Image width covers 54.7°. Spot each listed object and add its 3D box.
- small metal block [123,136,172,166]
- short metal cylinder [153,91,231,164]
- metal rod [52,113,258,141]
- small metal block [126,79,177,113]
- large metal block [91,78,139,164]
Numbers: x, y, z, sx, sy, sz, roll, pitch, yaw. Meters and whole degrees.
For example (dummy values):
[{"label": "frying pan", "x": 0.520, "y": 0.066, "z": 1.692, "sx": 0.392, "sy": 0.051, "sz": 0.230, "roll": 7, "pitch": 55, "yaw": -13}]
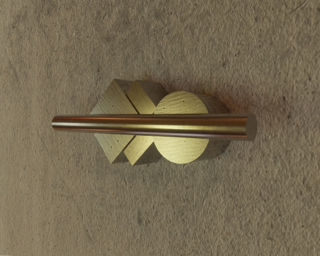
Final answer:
[{"label": "small metal block", "x": -0.011, "y": 0.021, "z": 0.401, "sx": 0.050, "sy": 0.050, "sz": 0.025, "roll": -50, "pitch": 61, "yaw": 28}, {"label": "short metal cylinder", "x": 0.037, "y": -0.001, "z": 0.359, "sx": 0.080, "sy": 0.050, "sz": 0.080, "roll": 0, "pitch": 90, "yaw": 40}, {"label": "metal rod", "x": -0.035, "y": -0.004, "z": 0.367, "sx": 0.300, "sy": 0.025, "sz": 0.025, "roll": 2, "pitch": 91, "yaw": 40}, {"label": "small metal block", "x": -0.008, "y": -0.033, "z": 0.397, "sx": 0.025, "sy": 0.050, "sz": 0.050, "roll": -50, "pitch": 61, "yaw": 28}, {"label": "large metal block", "x": -0.046, "y": -0.009, "z": 0.426, "sx": 0.080, "sy": 0.050, "sz": 0.080, "roll": -49, "pitch": 61, "yaw": 28}]
